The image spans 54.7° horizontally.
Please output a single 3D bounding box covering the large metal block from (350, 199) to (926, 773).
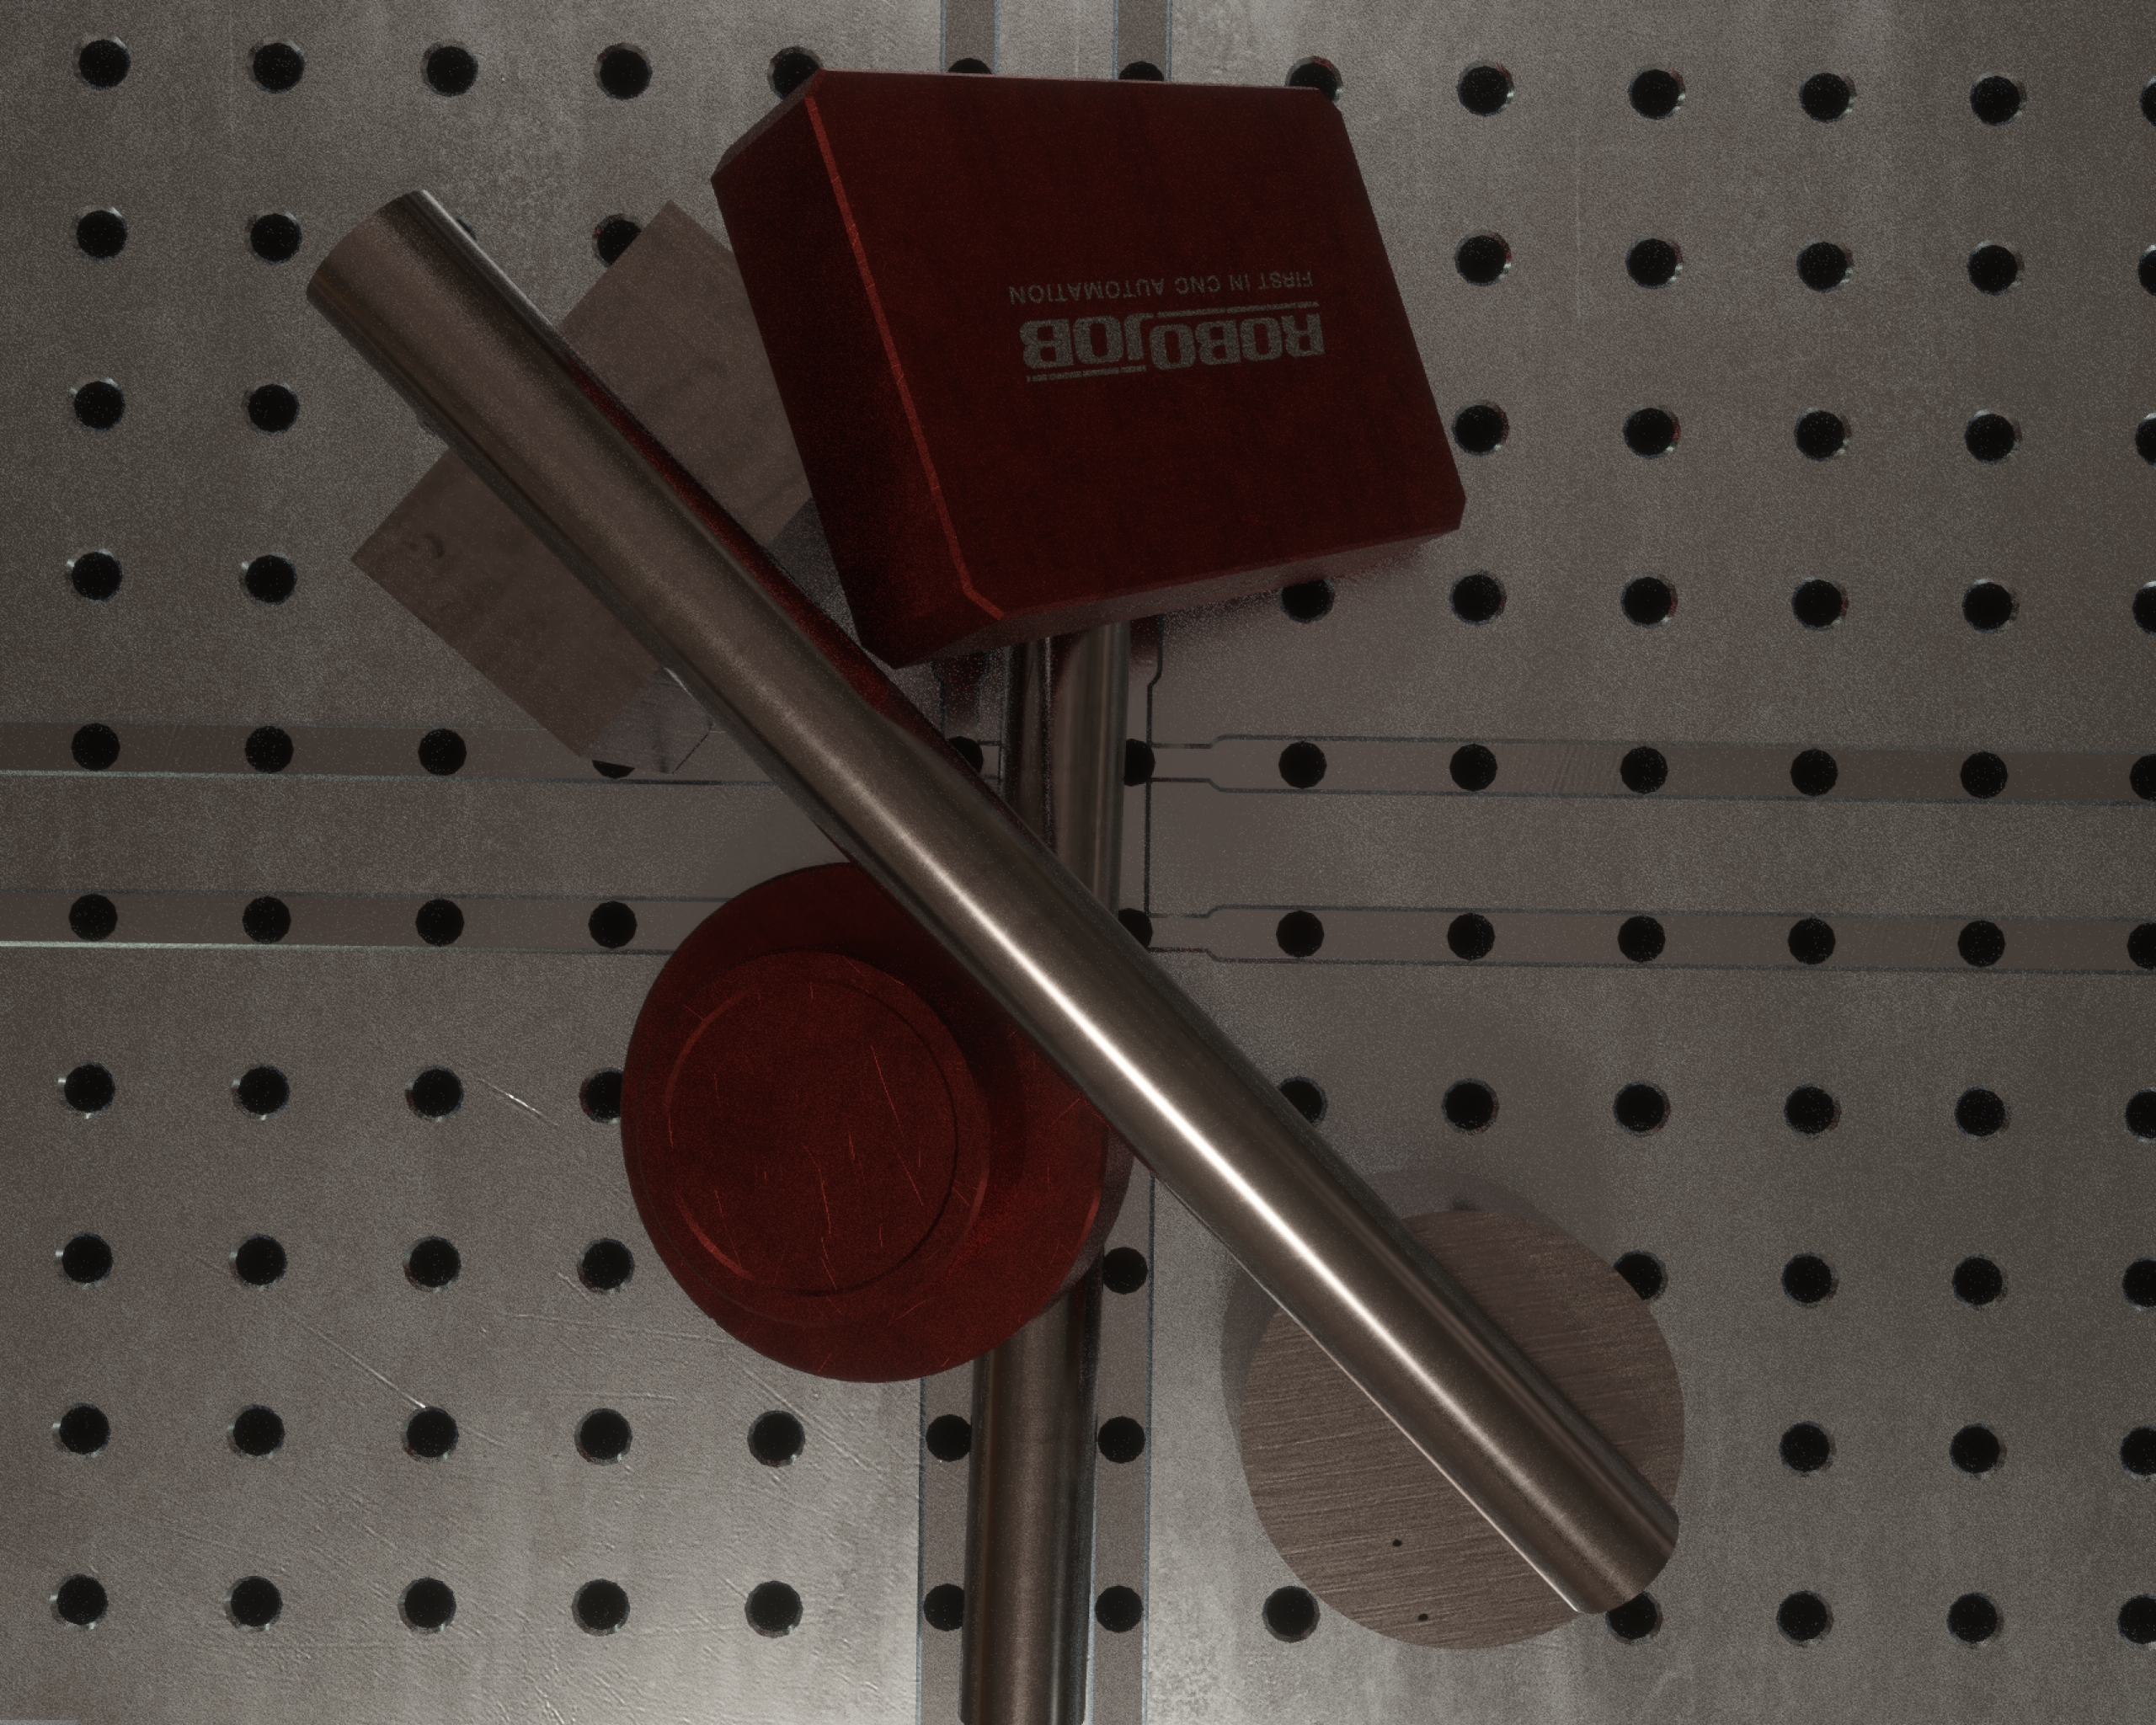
[{"bbox_3d":[-0.075,-0.064,0.386,0.050,0.080,0.080,41,90,-1],"label":"large metal block"}]

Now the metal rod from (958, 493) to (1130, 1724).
[{"bbox_3d":[-0.005,0.020,0.413,0.025,0.025,0.298,2,90,-1],"label":"metal rod"}]

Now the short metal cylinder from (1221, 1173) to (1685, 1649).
[{"bbox_3d":[0.070,0.103,0.402,0.081,0.050,0.079,0,90,-1],"label":"short metal cylinder"}]

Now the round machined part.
[{"bbox_3d":[-0.042,0.049,0.389,0.098,0.042,0.097,0,90,17],"label":"round machined part"}]

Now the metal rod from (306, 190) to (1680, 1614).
[{"bbox_3d":[-0.007,0.013,0.343,0.025,0.025,0.300,-43,98,0],"label":"metal rod"}]

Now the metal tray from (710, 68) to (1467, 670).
[{"bbox_3d":[0.008,-0.090,0.372,0.131,0.030,0.090,-18,90,-42],"label":"metal tray"}]
